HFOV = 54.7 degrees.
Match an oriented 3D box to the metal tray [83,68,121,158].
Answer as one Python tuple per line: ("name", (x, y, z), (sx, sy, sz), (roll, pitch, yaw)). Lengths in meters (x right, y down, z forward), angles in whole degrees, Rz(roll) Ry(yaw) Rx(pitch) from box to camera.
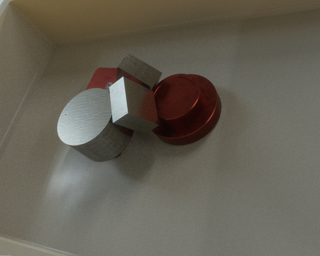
("metal tray", (-0.077, -0.027, 0.453), (0.090, 0.030, 0.130), (8, 66, 31))

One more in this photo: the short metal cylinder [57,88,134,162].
("short metal cylinder", (-0.080, -0.003, 0.392), (0.080, 0.050, 0.080), (-13, 56, 20))

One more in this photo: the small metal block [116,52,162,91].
("small metal block", (-0.029, -0.065, 0.409), (0.050, 0.050, 0.025), (31, 70, 0))

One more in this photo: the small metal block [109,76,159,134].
("small metal block", (-0.031, -0.026, 0.368), (0.025, 0.050, 0.050), (-30, 56, 33))

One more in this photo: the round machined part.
("round machined part", (0.025, -0.031, 0.397), (0.098, 0.042, 0.098), (-13, 56, 20))
